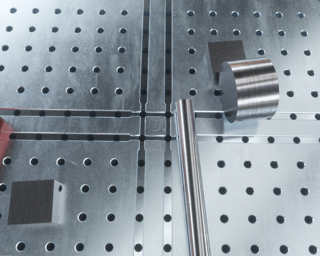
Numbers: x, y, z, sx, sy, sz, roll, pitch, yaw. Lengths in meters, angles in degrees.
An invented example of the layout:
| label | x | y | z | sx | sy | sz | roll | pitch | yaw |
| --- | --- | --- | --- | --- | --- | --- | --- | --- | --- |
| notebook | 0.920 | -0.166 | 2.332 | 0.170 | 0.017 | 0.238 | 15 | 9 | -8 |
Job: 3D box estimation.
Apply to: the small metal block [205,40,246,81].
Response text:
| label | x | y | z | sx | sy | sz | roll | pitch | yaw |
| --- | --- | --- | --- | --- | --- | --- | --- | --- | --- |
| small metal block | 0.095 | -0.097 | 0.449 | 0.050 | 0.025 | 0.050 | -5 | 70 | -2 |

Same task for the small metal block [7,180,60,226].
| label | x | y | z | sx | sy | sz | roll | pitch | yaw |
| --- | --- | --- | --- | --- | --- | --- | --- | --- | --- |
| small metal block | -0.152 | 0.091 | 0.377 | 0.050 | 0.025 | 0.050 | -3 | 70 | -2 |

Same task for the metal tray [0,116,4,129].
| label | x | y | z | sx | sy | sz | roll | pitch | yaw |
| --- | --- | --- | --- | --- | --- | --- | --- | --- | --- |
| metal tray | -0.287 | 0.009 | 0.401 | 0.131 | 0.030 | 0.090 | 12 | 70 | 4 |

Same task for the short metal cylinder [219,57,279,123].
| label | x | y | z | sx | sy | sz | roll | pitch | yaw |
| --- | --- | --- | --- | --- | --- | --- | --- | --- | --- |
| short metal cylinder | 0.112 | -0.049 | 0.402 | 0.050 | 0.080 | 0.080 | -8 | 70 | -3 |

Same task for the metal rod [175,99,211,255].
| label | x | y | z | sx | sy | sz | roll | pitch | yaw |
| --- | --- | --- | --- | --- | --- | --- | --- | --- | --- |
| metal rod | 0.043 | 0.106 | 0.373 | 0.025 | 0.025 | 0.299 | -4 | 70 | -2 |
